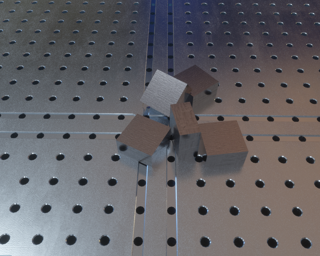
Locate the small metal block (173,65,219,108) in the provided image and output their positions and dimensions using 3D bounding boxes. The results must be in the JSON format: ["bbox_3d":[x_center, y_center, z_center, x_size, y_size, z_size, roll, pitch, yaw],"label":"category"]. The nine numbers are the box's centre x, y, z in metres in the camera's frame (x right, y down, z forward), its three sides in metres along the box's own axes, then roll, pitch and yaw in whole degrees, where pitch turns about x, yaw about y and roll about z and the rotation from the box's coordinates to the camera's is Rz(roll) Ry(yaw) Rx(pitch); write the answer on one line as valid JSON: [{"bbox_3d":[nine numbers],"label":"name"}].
[{"bbox_3d":[0.050,-0.062,0.460,0.050,0.025,0.050,-32,57,-24],"label":"small metal block"}]

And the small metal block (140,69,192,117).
[{"bbox_3d":[0.008,-0.046,0.431,0.050,0.025,0.050,30,92,23],"label":"small metal block"}]

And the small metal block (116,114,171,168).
[{"bbox_3d":[-0.020,0.015,0.395,0.050,0.025,0.050,23,54,18],"label":"small metal block"}]

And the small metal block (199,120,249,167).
[{"bbox_3d":[0.077,0.019,0.392,0.050,0.025,0.050,-5,50,-5],"label":"small metal block"}]

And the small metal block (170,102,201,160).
[{"bbox_3d":[0.030,0.004,0.389,0.025,0.050,0.050,-9,51,-7],"label":"small metal block"}]
